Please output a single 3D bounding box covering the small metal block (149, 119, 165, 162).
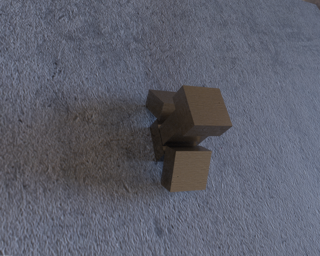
[{"bbox_3d":[0.018,0.017,0.407,0.050,0.025,0.050,2,61,-27],"label":"small metal block"}]

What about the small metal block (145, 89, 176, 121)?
[{"bbox_3d":[0.015,-0.030,0.417,0.050,0.025,0.050,2,25,-27],"label":"small metal block"}]

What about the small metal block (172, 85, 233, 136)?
[{"bbox_3d":[0.047,-0.019,0.347,0.050,0.025,0.050,1,61,-28],"label":"small metal block"}]

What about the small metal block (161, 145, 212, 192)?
[{"bbox_3d":[0.032,0.049,0.378,0.050,0.025,0.050,2,101,-28],"label":"small metal block"}]

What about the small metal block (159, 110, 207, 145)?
[{"bbox_3d":[0.034,-0.001,0.377,0.050,0.050,0.025,2,61,-28],"label":"small metal block"}]
